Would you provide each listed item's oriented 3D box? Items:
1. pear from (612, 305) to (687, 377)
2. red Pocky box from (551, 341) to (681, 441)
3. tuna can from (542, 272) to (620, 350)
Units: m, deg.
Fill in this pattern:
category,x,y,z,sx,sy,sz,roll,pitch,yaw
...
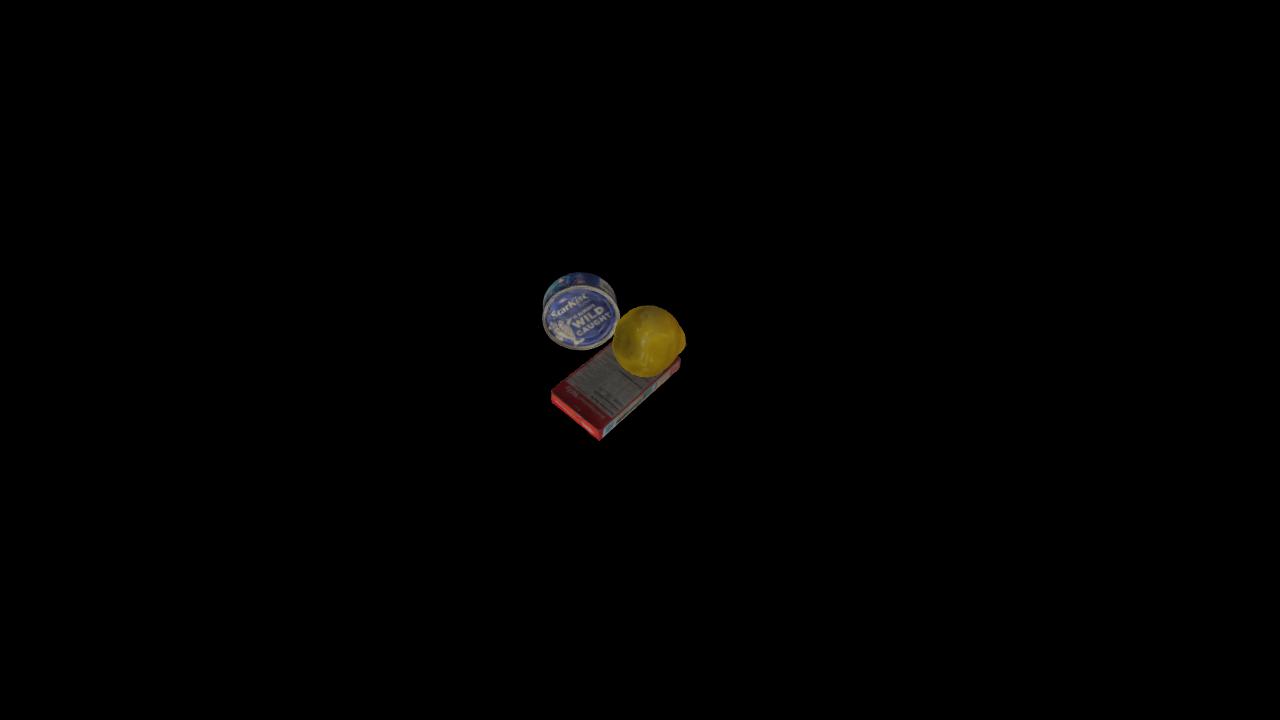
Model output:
category,x,y,z,sx,sy,sz,roll,pitch,yaw
pear,0.025,-0.024,0.694,0.111,0.080,0.080,-11,8,-43
red Pocky box,-0.028,0.024,0.761,0.083,0.028,0.155,38,56,19
tuna can,-0.065,-0.054,0.677,0.084,0.084,0.034,0,38,-9
